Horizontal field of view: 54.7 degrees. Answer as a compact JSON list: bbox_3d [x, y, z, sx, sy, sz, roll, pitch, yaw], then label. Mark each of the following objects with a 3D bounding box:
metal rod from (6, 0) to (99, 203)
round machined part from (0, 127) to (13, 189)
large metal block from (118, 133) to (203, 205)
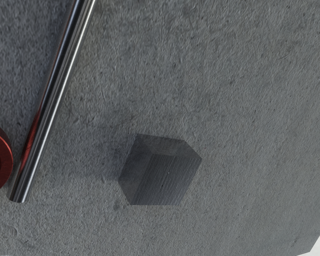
[{"bbox_3d":[-0.106,-0.048,0.319,0.025,0.025,0.298,13,112,-34],"label":"metal rod"},{"bbox_3d":[-0.199,0.026,0.303,0.099,0.042,0.097,-14,125,-21],"label":"round machined part"},{"bbox_3d":[-0.001,0.059,0.428,0.081,0.050,0.079,10,113,-33],"label":"large metal block"}]
